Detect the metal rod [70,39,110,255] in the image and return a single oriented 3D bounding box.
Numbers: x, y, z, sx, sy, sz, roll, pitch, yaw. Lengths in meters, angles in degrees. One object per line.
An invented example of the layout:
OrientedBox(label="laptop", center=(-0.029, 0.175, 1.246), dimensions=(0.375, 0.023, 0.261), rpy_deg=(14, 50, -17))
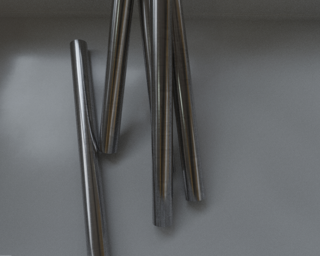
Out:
OrientedBox(label="metal rod", center=(-0.094, 0.017, 0.402), dimensions=(0.025, 0.025, 0.299), rpy_deg=(-9, 70, -3))

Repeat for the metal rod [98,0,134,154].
OrientedBox(label="metal rod", center=(-0.047, -0.114, 0.364), dimensions=(0.025, 0.025, 0.298), rpy_deg=(9, 104, 3))

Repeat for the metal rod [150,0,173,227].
OrientedBox(label="metal rod", center=(0.002, -0.035, 0.356), dimensions=(0.025, 0.025, 0.298), rpy_deg=(-1, 96, 0))

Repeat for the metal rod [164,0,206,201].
OrientedBox(label="metal rod", center=(0.025, -0.062, 0.372), dimensions=(0.025, 0.025, 0.298), rpy_deg=(-7, 93, -3))

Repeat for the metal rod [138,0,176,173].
OrientedBox(label="metal rod", center=(-0.008, -0.092, 0.375), dimensions=(0.025, 0.025, 0.298), rpy_deg=(-6, 96, -2))
